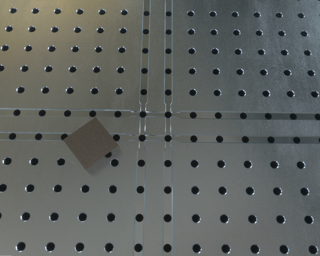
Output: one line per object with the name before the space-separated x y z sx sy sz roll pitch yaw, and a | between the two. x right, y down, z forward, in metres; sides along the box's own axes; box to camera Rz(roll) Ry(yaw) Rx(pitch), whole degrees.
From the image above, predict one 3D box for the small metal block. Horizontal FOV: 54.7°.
small metal block | -0.087 0.023 0.402 0.050 0.025 0.050 -37 75 -13
